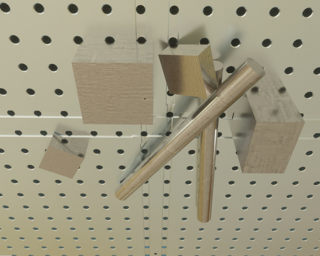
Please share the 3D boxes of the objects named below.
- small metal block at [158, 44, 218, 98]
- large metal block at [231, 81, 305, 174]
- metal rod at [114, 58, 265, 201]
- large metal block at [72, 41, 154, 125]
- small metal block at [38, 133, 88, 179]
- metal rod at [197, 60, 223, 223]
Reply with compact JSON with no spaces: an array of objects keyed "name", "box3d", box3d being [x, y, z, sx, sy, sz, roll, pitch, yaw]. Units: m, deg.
[{"name":"small metal block","box3d":[0.031,-0.063,0.340,0.050,0.025,0.050,12,135,37]},{"name":"large metal block","box3d":[0.124,-0.002,0.375,0.050,0.080,0.079,1,130,-1]},{"name":"metal rod","box3d":[0.017,0.022,0.407,0.025,0.025,0.298,26,132,-21]},{"name":"large metal block","box3d":[-0.048,-0.050,0.352,0.081,0.050,0.079,0,130,-1]},{"name":"small metal block","box3d":[-0.139,0.042,0.446,0.050,0.025,0.050,23,126,-19]},{"name":"metal rod","box3d":[0.068,0.042,0.448,0.025,0.025,0.298,-3,130,2]}]
